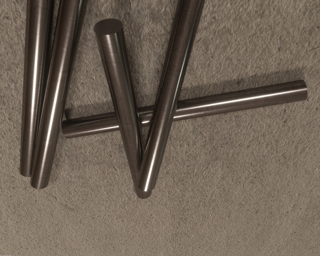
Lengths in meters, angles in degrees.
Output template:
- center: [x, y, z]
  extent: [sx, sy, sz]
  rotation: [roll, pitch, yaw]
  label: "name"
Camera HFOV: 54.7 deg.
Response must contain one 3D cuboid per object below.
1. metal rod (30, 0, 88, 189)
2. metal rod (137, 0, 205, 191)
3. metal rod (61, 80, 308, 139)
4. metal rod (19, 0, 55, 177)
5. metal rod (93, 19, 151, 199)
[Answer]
- center: [-0.124, -0.033, 0.365]
  extent: [0.025, 0.025, 0.298]
  rotation: [15, 125, -13]
  label: "metal rod"
- center: [0.011, -0.046, 0.343]
  extent: [0.025, 0.025, 0.298]
  rotation: [9, 122, -8]
  label: "metal rod"
- center: [0.024, -0.022, 0.388]
  extent: [0.301, 0.025, 0.025]
  rotation: [-9, 130, 7]
  label: "metal rod"
- center: [-0.148, -0.046, 0.366]
  extent: [0.025, 0.025, 0.298]
  rotation: [14, 129, -12]
  label: "metal rod"
- center: [-0.035, 0.008, 0.379]
  extent: [0.025, 0.025, 0.298]
  rotation: [-3, 141, 2]
  label: "metal rod"
